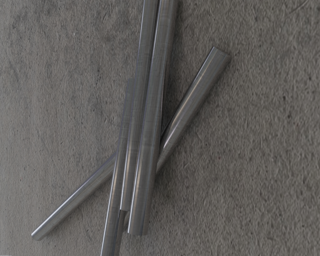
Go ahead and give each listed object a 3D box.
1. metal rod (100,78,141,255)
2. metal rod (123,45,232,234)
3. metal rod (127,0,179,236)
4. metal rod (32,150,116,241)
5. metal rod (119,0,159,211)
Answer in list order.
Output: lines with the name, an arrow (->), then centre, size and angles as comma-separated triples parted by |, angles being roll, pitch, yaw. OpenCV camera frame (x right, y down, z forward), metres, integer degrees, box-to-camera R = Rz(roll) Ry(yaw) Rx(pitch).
metal rod -> -0.054, 0.081, 0.419 | 0.025, 0.025, 0.298 | 5, 85, 40
metal rod -> 0.001, 0.033, 0.403 | 0.025, 0.025, 0.298 | 44, 116, 31
metal rod -> -0.007, -0.021, 0.385 | 0.025, 0.025, 0.298 | 4, 85, 40
metal rod -> -0.142, 0.121, 0.522 | 0.299, 0.025, 0.025 | -42, 64, 31
metal rod -> -0.023, -0.044, 0.404 | 0.025, 0.025, 0.298 | 4, 87, 40
